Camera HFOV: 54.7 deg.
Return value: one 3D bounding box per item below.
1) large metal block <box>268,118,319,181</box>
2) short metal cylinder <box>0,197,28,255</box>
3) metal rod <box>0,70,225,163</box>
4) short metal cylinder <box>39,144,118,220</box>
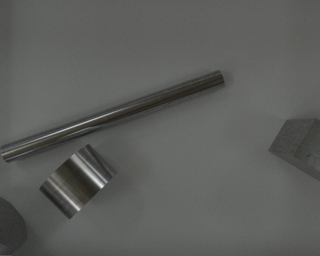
[{"bbox_3d":[0.196,0.031,0.387,0.080,0.080,0.050,31,90,-1],"label":"large metal block"},{"bbox_3d":[-0.213,0.129,0.381,0.050,0.080,0.080,-40,91,0],"label":"short metal cylinder"},{"bbox_3d":[-0.061,-0.016,0.410,0.302,0.025,0.025,-19,90,-1],"label":"metal rod"},{"bbox_3d":[-0.099,0.065,0.383,0.080,0.080,0.050,-45,91,0],"label":"short metal cylinder"}]
